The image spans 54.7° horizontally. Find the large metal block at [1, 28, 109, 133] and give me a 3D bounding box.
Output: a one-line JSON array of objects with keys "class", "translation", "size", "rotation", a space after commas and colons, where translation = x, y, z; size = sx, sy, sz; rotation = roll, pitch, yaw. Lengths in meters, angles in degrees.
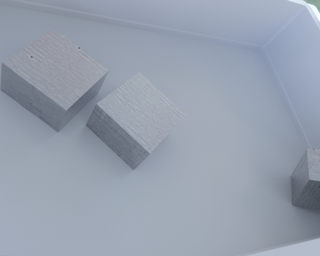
[{"class": "large metal block", "translation": [-0.121, -0.056, 0.360], "size": [0.080, 0.050, 0.080], "rotation": [38, 51, -4]}]

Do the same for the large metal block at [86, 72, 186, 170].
[{"class": "large metal block", "translation": [-0.029, -0.010, 0.381], "size": [0.080, 0.050, 0.080], "rotation": [43, 51, 1]}]

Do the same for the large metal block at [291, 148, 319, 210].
[{"class": "large metal block", "translation": [0.239, 0.077, 0.437], "size": [0.080, 0.080, 0.050], "rotation": [8, 53, 10]}]
